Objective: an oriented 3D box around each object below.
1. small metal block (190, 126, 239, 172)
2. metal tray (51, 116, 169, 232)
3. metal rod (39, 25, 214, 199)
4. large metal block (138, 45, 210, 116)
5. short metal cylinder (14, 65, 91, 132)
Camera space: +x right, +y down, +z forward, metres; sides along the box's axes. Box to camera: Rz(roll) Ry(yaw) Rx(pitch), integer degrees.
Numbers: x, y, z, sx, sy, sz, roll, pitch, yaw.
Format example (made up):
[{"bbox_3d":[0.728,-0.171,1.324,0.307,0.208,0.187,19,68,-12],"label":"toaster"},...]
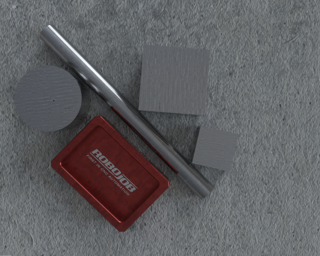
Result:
[{"bbox_3d":[0.072,0.027,0.413,0.050,0.025,0.050,13,90,-1],"label":"small metal block"},{"bbox_3d":[-0.064,0.058,0.408,0.130,0.030,0.090,44,90,-1],"label":"metal tray"},{"bbox_3d":[-0.043,-0.021,0.410,0.025,0.025,0.300,-45,91,0],"label":"metal rod"},{"bbox_3d":[0.017,-0.058,0.399,0.081,0.050,0.079,4,90,-1],"label":"large metal block"},{"bbox_3d":[-0.135,-0.036,0.397,0.081,0.050,0.079,0,90,-1],"label":"short metal cylinder"}]
